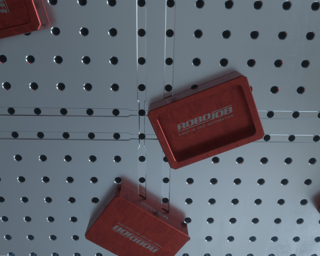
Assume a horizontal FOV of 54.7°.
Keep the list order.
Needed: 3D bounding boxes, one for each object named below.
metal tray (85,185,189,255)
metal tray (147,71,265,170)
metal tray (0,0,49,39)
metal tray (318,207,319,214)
[{"bbox_3d":[-0.033,0.156,0.468,0.130,0.030,0.090,33,106,-12],"label":"metal tray"},{"bbox_3d":[0.060,-0.009,0.408,0.130,0.030,0.090,-21,109,7],"label":"metal tray"},{"bbox_3d":[-0.192,-0.167,0.346,0.090,0.030,0.129,-12,110,4],"label":"metal tray"},{"bbox_3d":[0.319,0.120,0.459,0.130,0.030,0.090,-40,106,13],"label":"metal tray"}]
